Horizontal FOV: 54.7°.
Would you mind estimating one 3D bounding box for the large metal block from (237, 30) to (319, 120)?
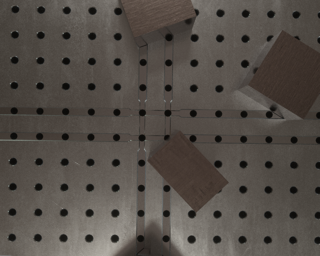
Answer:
[{"bbox_3d":[0.162,-0.065,0.403,0.080,0.050,0.080,32,90,-1],"label":"large metal block"}]

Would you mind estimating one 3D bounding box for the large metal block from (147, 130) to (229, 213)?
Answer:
[{"bbox_3d":[0.031,0.049,0.386,0.050,0.080,0.080,-43,91,0],"label":"large metal block"}]

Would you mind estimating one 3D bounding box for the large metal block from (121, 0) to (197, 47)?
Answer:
[{"bbox_3d":[-0.007,-0.161,0.401,0.080,0.050,0.080,-19,90,-1],"label":"large metal block"}]

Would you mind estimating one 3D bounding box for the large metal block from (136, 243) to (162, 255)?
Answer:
[{"bbox_3d":[-0.017,0.214,0.401,0.080,0.050,0.080,-41,91,0],"label":"large metal block"}]
